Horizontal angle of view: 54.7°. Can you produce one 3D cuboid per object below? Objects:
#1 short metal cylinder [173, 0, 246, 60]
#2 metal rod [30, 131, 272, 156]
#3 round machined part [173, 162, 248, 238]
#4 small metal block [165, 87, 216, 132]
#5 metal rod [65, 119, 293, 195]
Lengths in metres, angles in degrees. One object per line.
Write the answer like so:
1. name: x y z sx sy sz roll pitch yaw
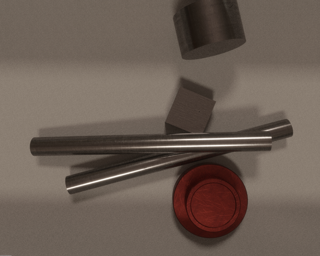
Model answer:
1. short metal cylinder: 0.061 -0.121 0.385 0.080 0.080 0.050 -13 90 0
2. metal rod: -0.016 0.020 0.395 0.302 0.025 0.025 -2 90 5
3. round machined part: 0.066 0.096 0.404 0.099 0.042 0.097 0 90 -1
4. small metal block: 0.040 -0.021 0.412 0.050 0.025 0.050 23 90 -1
5. metal rod: 0.026 0.038 0.411 0.302 0.025 0.025 -15 90 -1
